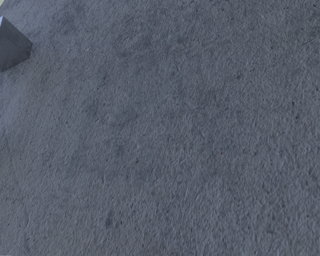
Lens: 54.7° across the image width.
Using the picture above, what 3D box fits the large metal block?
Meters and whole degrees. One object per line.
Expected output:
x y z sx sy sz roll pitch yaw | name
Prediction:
-0.331 -0.173 0.649 0.080 0.080 0.050 -20 54 16 | large metal block
